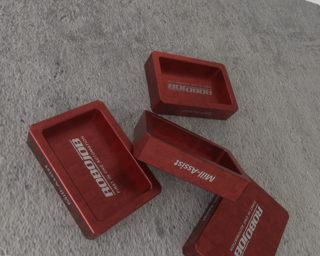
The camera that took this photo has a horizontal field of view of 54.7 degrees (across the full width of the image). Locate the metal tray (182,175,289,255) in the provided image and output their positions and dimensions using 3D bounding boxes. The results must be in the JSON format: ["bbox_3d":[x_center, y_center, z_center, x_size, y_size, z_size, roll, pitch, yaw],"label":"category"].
[{"bbox_3d":[0.097,0.125,0.376,0.090,0.030,0.131,43,51,1],"label":"metal tray"}]

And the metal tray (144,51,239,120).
[{"bbox_3d":[0.047,-0.062,0.462,0.131,0.030,0.090,4,60,-26],"label":"metal tray"}]

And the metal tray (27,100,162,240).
[{"bbox_3d":[-0.070,0.040,0.337,0.091,0.030,0.130,-28,77,-37],"label":"metal tray"}]

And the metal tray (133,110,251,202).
[{"bbox_3d":[0.034,0.030,0.368,0.131,0.030,0.090,26,16,-13],"label":"metal tray"}]
